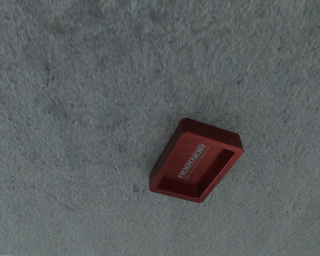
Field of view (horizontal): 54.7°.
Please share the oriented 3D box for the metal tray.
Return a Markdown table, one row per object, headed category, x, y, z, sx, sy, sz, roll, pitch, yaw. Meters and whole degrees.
| category | x | y | z | sx | sy | sz | roll | pitch | yaw |
| --- | --- | --- | --- | --- | --- | --- | --- | --- | --- |
| metal tray | 0.048 | 0.052 | 0.449 | 0.091 | 0.030 | 0.129 | 17 | 128 | -15 |
